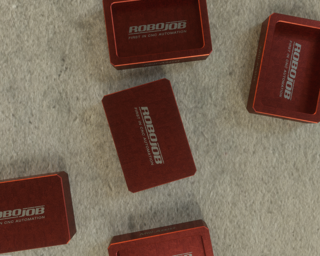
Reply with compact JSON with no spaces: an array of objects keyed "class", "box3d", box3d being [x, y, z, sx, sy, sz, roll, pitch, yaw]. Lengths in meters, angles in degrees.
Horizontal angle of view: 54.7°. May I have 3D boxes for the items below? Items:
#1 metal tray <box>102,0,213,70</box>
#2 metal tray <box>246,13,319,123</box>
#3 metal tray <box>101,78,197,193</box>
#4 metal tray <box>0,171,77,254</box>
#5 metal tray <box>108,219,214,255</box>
[{"class":"metal tray","box3d":[-0.003,-0.130,0.407,0.131,0.030,0.089,-7,90,-1]},{"class":"metal tray","box3d":[0.173,-0.077,0.409,0.091,0.030,0.129,10,90,-1]},{"class":"metal tray","box3d":[-0.014,0.010,0.407,0.091,0.030,0.129,-17,90,-1]},{"class":"metal tray","box3d":[-0.184,0.111,0.405,0.131,0.030,0.089,-8,90,-1]},{"class":"metal tray","box3d":[0.005,0.180,0.407,0.131,0.030,0.089,-11,90,-1]}]
